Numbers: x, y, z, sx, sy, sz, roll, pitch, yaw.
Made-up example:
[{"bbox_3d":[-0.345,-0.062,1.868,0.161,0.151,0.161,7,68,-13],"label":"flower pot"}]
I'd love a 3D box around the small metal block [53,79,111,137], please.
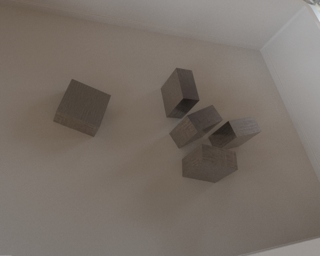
[{"bbox_3d":[-0.092,-0.024,0.371,0.050,0.025,0.050,23,53,-15],"label":"small metal block"}]

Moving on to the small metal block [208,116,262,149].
[{"bbox_3d":[0.107,0.009,0.444,0.050,0.050,0.025,-10,67,-33],"label":"small metal block"}]

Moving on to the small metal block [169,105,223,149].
[{"bbox_3d":[0.048,-0.002,0.418,0.050,0.050,0.025,-23,75,-37],"label":"small metal block"}]

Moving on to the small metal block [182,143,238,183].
[{"bbox_3d":[0.063,0.047,0.397,0.050,0.050,0.025,14,56,-21],"label":"small metal block"}]

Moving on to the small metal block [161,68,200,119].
[{"bbox_3d":[0.027,-0.048,0.435,0.025,0.050,0.050,4,60,-27],"label":"small metal block"}]
